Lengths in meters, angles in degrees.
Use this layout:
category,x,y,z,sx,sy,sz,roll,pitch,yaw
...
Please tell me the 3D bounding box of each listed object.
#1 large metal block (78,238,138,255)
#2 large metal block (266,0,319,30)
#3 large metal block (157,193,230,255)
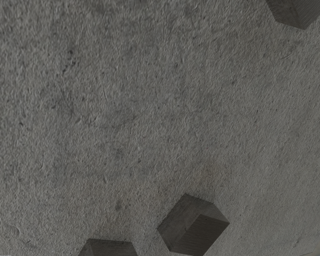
category,x,y,z,sx,sy,sz,roll,pitch,yaw
large metal block,-0.073,0.218,0.466,0.080,0.080,0.050,21,107,-36
large metal block,0.172,-0.181,0.372,0.080,0.050,0.080,-46,129,4
large metal block,0.056,0.166,0.524,0.080,0.050,0.080,27,103,-38
